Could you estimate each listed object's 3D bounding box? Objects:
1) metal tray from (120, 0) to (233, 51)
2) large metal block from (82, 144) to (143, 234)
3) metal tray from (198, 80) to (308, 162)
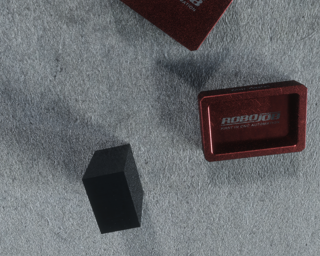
[{"bbox_3d":[0.012,-0.160,0.348,0.130,0.030,0.090,33,107,-12],"label":"metal tray"},{"bbox_3d":[-0.057,0.077,0.408,0.050,0.080,0.080,-12,110,4],"label":"large metal block"},{"bbox_3d":[0.119,-0.009,0.404,0.131,0.030,0.089,-7,110,2],"label":"metal tray"}]
